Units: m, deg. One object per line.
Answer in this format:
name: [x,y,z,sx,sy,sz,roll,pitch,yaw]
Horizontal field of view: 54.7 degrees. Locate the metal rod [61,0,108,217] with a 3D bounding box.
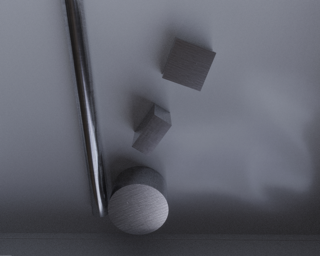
metal rod: [-0.094,-0.016,0.404,0.025,0.025,0.298,-3,110,0]

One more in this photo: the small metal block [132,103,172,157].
small metal block: [-0.010,0.001,0.398,0.025,0.050,0.050,32,107,-12]

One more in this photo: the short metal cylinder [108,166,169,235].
short metal cylinder: [-0.029,0.101,0.435,0.081,0.050,0.079,0,110,-1]

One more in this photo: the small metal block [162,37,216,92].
small metal block: [0.035,-0.079,0.383,0.050,0.025,0.050,18,109,-7]
